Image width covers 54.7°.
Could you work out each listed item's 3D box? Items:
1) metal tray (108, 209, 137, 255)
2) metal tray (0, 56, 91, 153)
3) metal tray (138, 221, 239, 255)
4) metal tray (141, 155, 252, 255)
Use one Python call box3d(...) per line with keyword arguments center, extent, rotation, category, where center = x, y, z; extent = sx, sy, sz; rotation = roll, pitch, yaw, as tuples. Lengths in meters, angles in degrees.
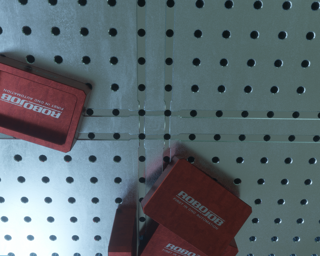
box3d(center=(-0.051, 0.196, 0.450), extent=(0.030, 0.090, 0.129), rotation=(1, 110, 0), category="metal tray")
box3d(center=(-0.165, -0.030, 0.397), extent=(0.131, 0.030, 0.089), rotation=(18, 109, -7), category="metal tray")
box3d(center=(0.042, 0.187, 0.481), extent=(0.131, 0.030, 0.089), rotation=(25, 108, -10), category="metal tray")
box3d(center=(0.051, 0.110, 0.433), extent=(0.130, 0.030, 0.090), rotation=(37, 87, -9), category="metal tray")
